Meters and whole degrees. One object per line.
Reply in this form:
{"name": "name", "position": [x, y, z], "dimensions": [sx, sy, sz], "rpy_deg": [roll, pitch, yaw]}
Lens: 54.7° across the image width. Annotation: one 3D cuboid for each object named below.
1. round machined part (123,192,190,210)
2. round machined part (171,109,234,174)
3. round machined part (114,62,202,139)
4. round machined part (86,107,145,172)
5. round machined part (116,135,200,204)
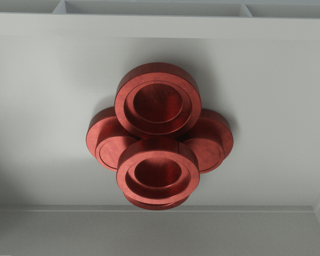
{"name": "round machined part", "position": [-0.004, 0.077, 0.461], "dimensions": [0.099, 0.042, 0.097], "rpy_deg": [-1, 130, 0]}
{"name": "round machined part", "position": [0.050, 0.025, 0.417], "dimensions": [0.099, 0.042, 0.097], "rpy_deg": [-1, 130, 0]}
{"name": "round machined part", "position": [-0.002, -0.034, 0.366], "dimensions": [0.099, 0.042, 0.097], "rpy_deg": [-1, 130, 0]}
{"name": "round machined part", "position": [-0.050, 0.022, 0.414], "dimensions": [0.099, 0.042, 0.097], "rpy_deg": [-1, 130, 0]}
{"name": "round machined part", "position": [-0.002, 0.047, 0.380], "dimensions": [0.099, 0.042, 0.097], "rpy_deg": [-1, 130, 0]}
